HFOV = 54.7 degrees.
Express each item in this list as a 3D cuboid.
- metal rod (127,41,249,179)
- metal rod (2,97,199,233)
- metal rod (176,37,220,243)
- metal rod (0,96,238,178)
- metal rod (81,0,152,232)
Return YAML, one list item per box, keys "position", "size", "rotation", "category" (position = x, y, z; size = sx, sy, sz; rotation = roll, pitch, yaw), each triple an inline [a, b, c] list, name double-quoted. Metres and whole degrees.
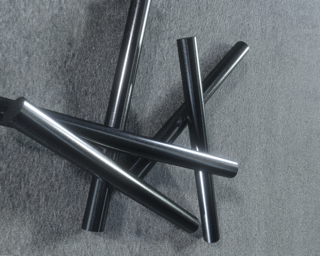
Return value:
- position: [0.051, -0.037, 0.449]
  size: [0.301, 0.025, 0.025]
  rotation: [-48, 119, -29]
  category: "metal rod"
- position: [-0.035, 0.062, 0.346]
  size: [0.300, 0.025, 0.025]
  rotation: [44, 63, -42]
  category: "metal rod"
- position: [0.056, 0.029, 0.427]
  size: [0.025, 0.025, 0.298]
  rotation: [-24, 114, -38]
  category: "metal rod"
- position: [-0.024, 0.020, 0.349]
  size: [0.302, 0.025, 0.025]
  rotation: [17, 79, -32]
  category: "metal rod"
- position: [-0.047, -0.033, 0.366]
  size: [0.025, 0.025, 0.299]
  rotation: [18, 79, -39]
  category: "metal rod"
